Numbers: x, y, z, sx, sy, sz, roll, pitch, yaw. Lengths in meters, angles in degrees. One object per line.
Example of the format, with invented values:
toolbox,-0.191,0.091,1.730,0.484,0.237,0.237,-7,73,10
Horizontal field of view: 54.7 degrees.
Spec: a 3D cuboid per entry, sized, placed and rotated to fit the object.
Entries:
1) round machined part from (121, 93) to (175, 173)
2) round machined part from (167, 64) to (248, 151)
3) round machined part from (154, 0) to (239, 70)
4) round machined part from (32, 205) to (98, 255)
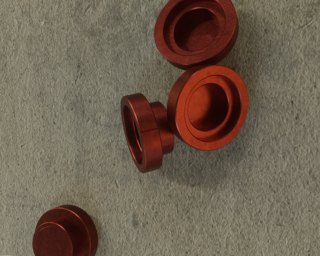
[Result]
round machined part,-0.014,0.004,0.385,0.042,0.098,0.098,-14,84,-17
round machined part,0.051,-0.026,0.363,0.042,0.099,0.097,28,102,60
round machined part,0.046,-0.115,0.377,0.098,0.042,0.098,-5,77,21
round machined part,-0.144,0.165,0.451,0.098,0.042,0.097,0,90,20
